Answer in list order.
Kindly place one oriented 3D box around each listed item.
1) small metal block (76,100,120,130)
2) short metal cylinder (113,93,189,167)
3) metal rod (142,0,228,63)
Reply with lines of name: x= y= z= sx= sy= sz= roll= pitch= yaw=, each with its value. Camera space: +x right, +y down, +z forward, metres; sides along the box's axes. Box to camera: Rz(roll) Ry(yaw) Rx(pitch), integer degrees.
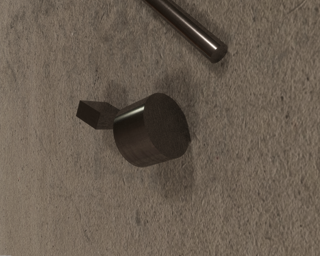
small metal block: x=-0.086 y=-0.019 z=0.457 sx=0.050 sy=0.050 sz=0.025 roll=29 pitch=108 yaw=36
short metal cylinder: x=-0.009 y=0.004 z=0.375 sx=0.050 sy=0.081 sz=0.080 roll=-21 pitch=77 yaw=38
metal rod: x=-0.019 y=-0.185 z=0.418 sx=0.300 sy=0.025 sz=0.025 roll=50 pitch=119 yaw=28
